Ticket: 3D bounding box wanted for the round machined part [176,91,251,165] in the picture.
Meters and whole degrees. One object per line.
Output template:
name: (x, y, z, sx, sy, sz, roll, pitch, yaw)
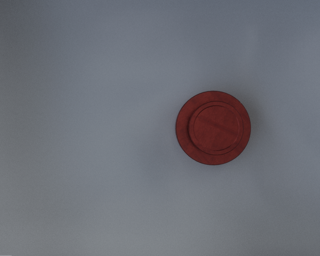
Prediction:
round machined part: (0.070, 0.000, 0.403, 0.099, 0.042, 0.097, 0, 90, 0)
